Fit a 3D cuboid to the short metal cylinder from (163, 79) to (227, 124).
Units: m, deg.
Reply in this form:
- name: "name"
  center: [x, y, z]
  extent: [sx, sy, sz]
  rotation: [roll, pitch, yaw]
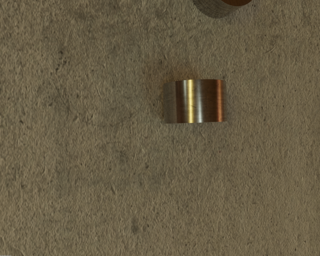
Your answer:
- name: "short metal cylinder"
  center: [0.044, -0.032, 0.396]
  extent: [0.081, 0.080, 0.050]
  rotation: [-3, 91, -20]

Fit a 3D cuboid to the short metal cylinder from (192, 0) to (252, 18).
- name: "short metal cylinder"
  center: [0.088, -0.199, 0.428]
  extent: [0.081, 0.050, 0.080]
  rotation: [0, 90, -20]
